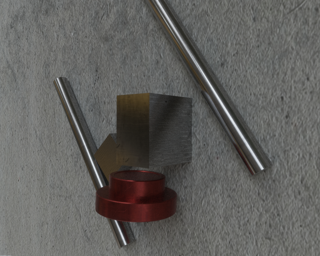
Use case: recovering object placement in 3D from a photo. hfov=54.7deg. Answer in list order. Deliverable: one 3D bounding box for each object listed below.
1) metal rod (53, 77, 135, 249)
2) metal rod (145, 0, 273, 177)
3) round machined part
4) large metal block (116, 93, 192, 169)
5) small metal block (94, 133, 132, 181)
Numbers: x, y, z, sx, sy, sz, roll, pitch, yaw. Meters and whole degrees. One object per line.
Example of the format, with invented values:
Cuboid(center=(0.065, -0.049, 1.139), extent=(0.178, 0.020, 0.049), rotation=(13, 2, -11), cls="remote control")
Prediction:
Cuboid(center=(-0.111, 0.042, 0.493), extent=(0.025, 0.025, 0.299), rotation=(-41, 66, 32), cls="metal rod")
Cuboid(center=(0.040, -0.080, 0.369), extent=(0.025, 0.025, 0.299), rotation=(-41, 66, 32), cls="metal rod")
Cuboid(center=(-0.028, 0.078, 0.379), extent=(0.098, 0.099, 0.042), rotation=(5, 93, 39), cls="round machined part")
Cuboid(center=(-0.005, 0.002, 0.371), extent=(0.050, 0.081, 0.079), rotation=(1, 91, 40), cls="large metal block")
Cuboid(center=(-0.065, 0.043, 0.457), extent=(0.050, 0.025, 0.050), rotation=(-50, 61, 28), cls="small metal block")
